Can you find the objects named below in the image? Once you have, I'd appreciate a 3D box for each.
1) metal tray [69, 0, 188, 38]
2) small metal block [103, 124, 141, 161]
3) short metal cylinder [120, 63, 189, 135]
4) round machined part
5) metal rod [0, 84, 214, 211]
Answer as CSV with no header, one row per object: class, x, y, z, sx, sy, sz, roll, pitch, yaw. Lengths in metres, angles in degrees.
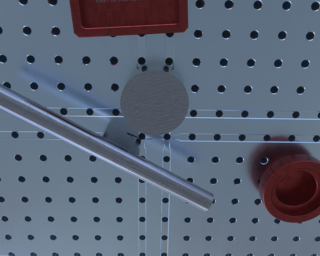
metal tray,-0.035,-0.153,0.353,0.131,0.030,0.089,-3,110,0
small metal block,-0.054,0.025,0.408,0.050,0.050,0.025,26,108,-10
short metal cylinder,-0.006,-0.037,0.386,0.081,0.050,0.079,0,110,-1
round machined part,0.188,0.081,0.437,0.099,0.042,0.097,0,110,-1
metal rod,-0.069,0.024,0.368,0.301,0.025,0.025,28,107,-10
